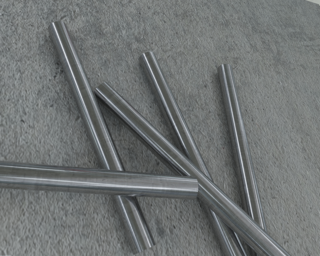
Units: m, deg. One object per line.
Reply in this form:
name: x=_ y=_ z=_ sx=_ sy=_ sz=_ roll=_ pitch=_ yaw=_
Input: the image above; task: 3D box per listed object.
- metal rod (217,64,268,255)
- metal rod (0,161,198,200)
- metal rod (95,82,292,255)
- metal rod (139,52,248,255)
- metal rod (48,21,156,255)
metal rod: x=0.117 y=0.029 z=0.448 sx=0.025 sy=0.025 sz=0.299 roll=11 pitch=57 yaw=-23
metal rod: x=-0.107 y=0.047 z=0.295 sx=0.302 sy=0.025 sz=0.025 roll=7 pitch=58 yaw=-17
metal rod: x=0.032 y=0.052 z=0.365 sx=0.300 sy=0.025 sz=0.025 roll=43 pitch=51 yaw=11
metal rod: x=0.036 y=0.025 z=0.407 sx=0.025 sy=0.025 sz=0.299 roll=-10 pitch=67 yaw=-33
metal rod: x=-0.076 y=-0.004 z=0.364 sx=0.025 sy=0.025 sz=0.299 roll=-13 pitch=68 yaw=-33
